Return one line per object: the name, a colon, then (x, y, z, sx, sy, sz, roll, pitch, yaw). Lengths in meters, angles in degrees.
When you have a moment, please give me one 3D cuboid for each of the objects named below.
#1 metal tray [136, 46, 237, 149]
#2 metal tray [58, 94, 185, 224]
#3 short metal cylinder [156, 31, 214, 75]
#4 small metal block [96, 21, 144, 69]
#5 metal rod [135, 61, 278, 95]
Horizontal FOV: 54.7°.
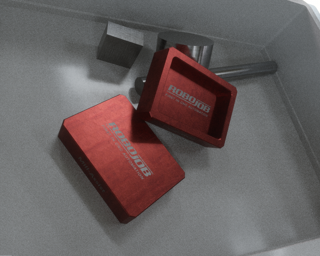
metal tray: (0.040, -0.035, 0.402, 0.131, 0.030, 0.090, 24, 77, -34)
metal tray: (-0.043, 0.031, 0.361, 0.091, 0.030, 0.130, -32, 80, -38)
short metal cylinder: (0.034, -0.106, 0.451, 0.081, 0.050, 0.080, 6, 29, -3)
small metal block: (-0.056, -0.114, 0.430, 0.050, 0.050, 0.025, 13, 57, -22)
metal rod: (0.094, -0.087, 0.511, 0.303, 0.025, 0.025, -14, 69, -34)
